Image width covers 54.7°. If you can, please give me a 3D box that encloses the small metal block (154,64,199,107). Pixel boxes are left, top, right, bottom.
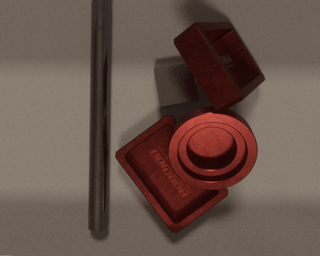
[{"bbox_3d":[0.021,-0.056,0.412,0.050,0.025,0.050,-10,90,-1],"label":"small metal block"}]

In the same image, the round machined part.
[{"bbox_3d":[0.059,0.020,0.362,0.099,0.042,0.097,2,114,4],"label":"round machined part"}]

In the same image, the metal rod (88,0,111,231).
[{"bbox_3d":[-0.080,-0.017,0.410,0.025,0.025,0.298,1,90,-1],"label":"metal rod"}]

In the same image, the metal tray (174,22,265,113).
[{"bbox_3d":[0.076,-0.077,0.362,0.030,0.131,0.090,-32,90,33],"label":"metal tray"}]

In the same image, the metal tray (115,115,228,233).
[{"bbox_3d":[0.015,0.058,0.409,0.090,0.030,0.130,-37,91,-1],"label":"metal tray"}]
